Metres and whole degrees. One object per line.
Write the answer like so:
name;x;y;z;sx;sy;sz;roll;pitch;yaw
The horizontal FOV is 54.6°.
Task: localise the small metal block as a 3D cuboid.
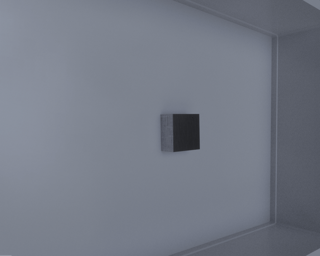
small metal block;0.028;0.006;0.429;0.050;0.025;0.050;-2;92;-40
